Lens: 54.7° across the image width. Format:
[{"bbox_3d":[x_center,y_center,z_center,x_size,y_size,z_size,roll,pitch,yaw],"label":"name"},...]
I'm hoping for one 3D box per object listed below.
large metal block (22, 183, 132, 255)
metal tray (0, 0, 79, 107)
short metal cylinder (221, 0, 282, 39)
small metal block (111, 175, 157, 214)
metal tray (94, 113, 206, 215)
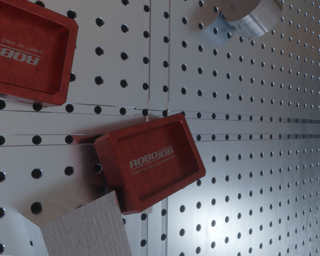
[{"bbox_3d":[-0.084,0.114,0.324,0.081,0.050,0.079,-21,104,-38],"label":"large metal block"},{"bbox_3d":[-0.147,-0.076,0.283,0.131,0.030,0.090,12,82,-40],"label":"metal tray"},{"bbox_3d":[0.147,-0.192,0.499,0.050,0.080,0.080,29,72,-37],"label":"short metal cylinder"},{"bbox_3d":[-0.034,0.078,0.383,0.050,0.025,0.050,13,82,-40],"label":"small metal block"},{"bbox_3d":[-0.006,0.038,0.376,0.131,0.030,0.090,-17,84,-46],"label":"metal tray"}]
